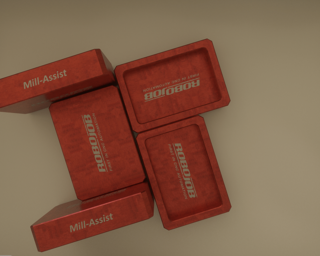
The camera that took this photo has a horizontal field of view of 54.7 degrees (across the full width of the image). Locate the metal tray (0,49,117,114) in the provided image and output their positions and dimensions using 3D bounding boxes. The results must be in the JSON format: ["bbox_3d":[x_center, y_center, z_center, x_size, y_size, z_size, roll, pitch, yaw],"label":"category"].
[{"bbox_3d":[-0.123,-0.052,0.374,0.131,0.090,0.030,-18,90,-1],"label":"metal tray"}]

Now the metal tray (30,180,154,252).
[{"bbox_3d":[-0.074,0.101,0.375,0.131,0.090,0.030,-17,90,-1],"label":"metal tray"}]

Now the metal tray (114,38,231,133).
[{"bbox_3d":[0.016,-0.054,0.407,0.131,0.030,0.090,-17,90,-1],"label":"metal tray"}]

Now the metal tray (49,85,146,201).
[{"bbox_3d":[-0.079,0.019,0.405,0.090,0.030,0.129,-17,90,-1],"label":"metal tray"}]

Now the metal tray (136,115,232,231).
[{"bbox_3d":[0.030,0.057,0.408,0.090,0.030,0.129,-17,90,-1],"label":"metal tray"}]
